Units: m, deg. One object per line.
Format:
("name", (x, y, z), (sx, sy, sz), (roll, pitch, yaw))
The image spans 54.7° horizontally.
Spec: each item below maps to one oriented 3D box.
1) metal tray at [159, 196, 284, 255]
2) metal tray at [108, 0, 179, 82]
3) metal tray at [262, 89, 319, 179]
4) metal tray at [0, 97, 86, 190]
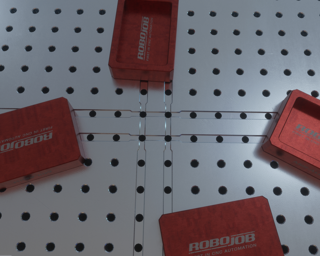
("metal tray", (0.070, 0.136, 0.360), (0.131, 0.030, 0.090), (-10, 70, -4))
("metal tray", (-0.021, -0.135, 0.457), (0.091, 0.030, 0.130), (4, 70, 1))
("metal tray", (0.214, 0.017, 0.405), (0.130, 0.030, 0.090), (28, 72, 9))
("metal tray", (-0.172, 0.021, 0.399), (0.131, 0.030, 0.090), (-17, 71, -7))
